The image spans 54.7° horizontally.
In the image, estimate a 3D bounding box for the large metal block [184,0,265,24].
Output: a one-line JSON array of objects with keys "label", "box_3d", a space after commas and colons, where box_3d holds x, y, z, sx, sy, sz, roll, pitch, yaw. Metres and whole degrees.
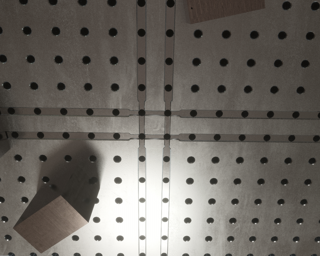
[{"label": "large metal block", "box_3d": [0.064, -0.164, 0.340, 0.080, 0.050, 0.079, -11, 110, 3]}]

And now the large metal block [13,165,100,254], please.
[{"label": "large metal block", "box_3d": [-0.136, 0.107, 0.422, 0.080, 0.080, 0.050, -35, 107, 11]}]

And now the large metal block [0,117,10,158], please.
[{"label": "large metal block", "box_3d": [-0.254, 0.005, 0.398, 0.080, 0.050, 0.079, -6, 110, 1]}]
